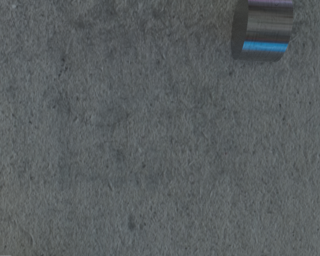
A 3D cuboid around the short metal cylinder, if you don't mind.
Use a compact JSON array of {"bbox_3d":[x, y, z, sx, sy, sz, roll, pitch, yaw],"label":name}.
[{"bbox_3d":[0.123,-0.124,0.384,0.050,0.080,0.079,3,90,0],"label":"short metal cylinder"}]
